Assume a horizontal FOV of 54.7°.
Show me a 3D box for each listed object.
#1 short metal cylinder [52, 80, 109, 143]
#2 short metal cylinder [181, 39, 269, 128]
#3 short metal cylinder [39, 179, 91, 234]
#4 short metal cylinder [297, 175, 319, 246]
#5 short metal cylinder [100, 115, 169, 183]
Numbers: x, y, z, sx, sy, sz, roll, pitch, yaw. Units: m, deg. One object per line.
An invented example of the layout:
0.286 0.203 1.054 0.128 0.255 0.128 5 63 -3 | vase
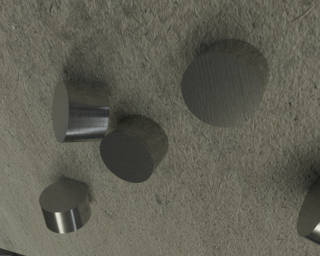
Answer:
-0.106 -0.021 0.408 0.080 0.050 0.080 1 91 58 | short metal cylinder
0.069 -0.047 0.325 0.080 0.050 0.079 13 124 21 | short metal cylinder
-0.164 0.135 0.542 0.080 0.080 0.050 13 124 21 | short metal cylinder
0.189 0.090 0.327 0.050 0.080 0.079 26 128 12 | short metal cylinder
-0.035 0.028 0.427 0.080 0.050 0.079 13 124 21 | short metal cylinder
